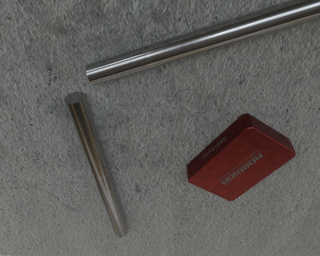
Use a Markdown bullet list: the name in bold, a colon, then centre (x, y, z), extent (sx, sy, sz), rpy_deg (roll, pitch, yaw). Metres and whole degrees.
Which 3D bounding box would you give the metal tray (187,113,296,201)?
- **metal tray**: centre (0.112, 0.047, 0.445), extent (0.090, 0.030, 0.129), rpy_deg (28, 125, -22)

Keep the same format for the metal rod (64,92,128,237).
- **metal rod**: centre (-0.087, 0.076, 0.470), extent (0.025, 0.025, 0.298), rpy_deg (-5, 130, 4)

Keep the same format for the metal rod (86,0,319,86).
- **metal rod**: centre (0.064, -0.098, 0.324), extent (0.301, 0.025, 0.025), rpy_deg (-15, 129, 12)
